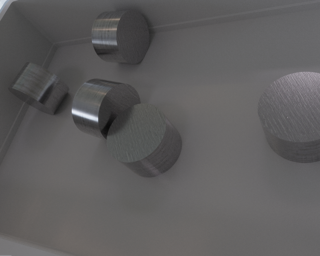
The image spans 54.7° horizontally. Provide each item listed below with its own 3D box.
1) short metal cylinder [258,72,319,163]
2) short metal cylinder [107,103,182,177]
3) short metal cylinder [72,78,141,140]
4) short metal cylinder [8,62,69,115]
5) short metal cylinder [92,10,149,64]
[{"bbox_3d":[0.147,-0.010,0.319,0.080,0.050,0.080,-13,56,21],"label":"short metal cylinder"},{"bbox_3d":[-0.019,0.016,0.390,0.080,0.050,0.080,-13,56,21],"label":"short metal cylinder"},{"bbox_3d":[-0.071,-0.025,0.423,0.050,0.080,0.080,15,70,34],"label":"short metal cylinder"},{"bbox_3d":[-0.200,-0.064,0.515,0.080,0.080,0.050,15,70,34],"label":"short metal cylinder"},{"bbox_3d":[-0.061,-0.144,0.491,0.050,0.080,0.080,11,67,33],"label":"short metal cylinder"}]
